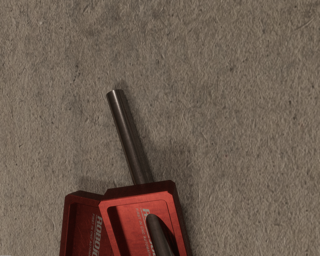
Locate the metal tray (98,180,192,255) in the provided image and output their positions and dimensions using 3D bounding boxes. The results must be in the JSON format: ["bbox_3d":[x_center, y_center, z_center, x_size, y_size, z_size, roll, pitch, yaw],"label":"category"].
[{"bbox_3d":[-0.014,0.134,0.383,0.090,0.030,0.129,-10,105,11],"label":"metal tray"}]

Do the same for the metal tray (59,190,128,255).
[{"bbox_3d":[-0.093,0.161,0.437,0.090,0.030,0.129,7,92,19],"label":"metal tray"}]

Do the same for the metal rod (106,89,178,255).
[{"bbox_3d":[-0.015,0.089,0.393,0.025,0.025,0.299,-24,75,18],"label":"metal rod"}]
